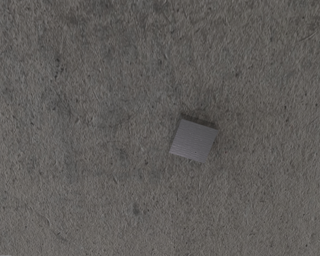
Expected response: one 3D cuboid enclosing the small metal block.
[{"bbox_3d":[0.044,0.013,0.415,0.050,0.025,0.050,17,109,-7],"label":"small metal block"}]
